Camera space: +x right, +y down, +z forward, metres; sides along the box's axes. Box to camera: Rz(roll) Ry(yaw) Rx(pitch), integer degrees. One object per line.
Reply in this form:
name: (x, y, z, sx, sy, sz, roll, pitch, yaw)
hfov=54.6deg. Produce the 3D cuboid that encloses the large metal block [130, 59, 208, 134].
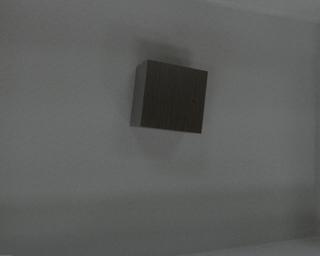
large metal block: (0.010, -0.037, 0.401, 0.081, 0.050, 0.080, 7, 88, -20)
